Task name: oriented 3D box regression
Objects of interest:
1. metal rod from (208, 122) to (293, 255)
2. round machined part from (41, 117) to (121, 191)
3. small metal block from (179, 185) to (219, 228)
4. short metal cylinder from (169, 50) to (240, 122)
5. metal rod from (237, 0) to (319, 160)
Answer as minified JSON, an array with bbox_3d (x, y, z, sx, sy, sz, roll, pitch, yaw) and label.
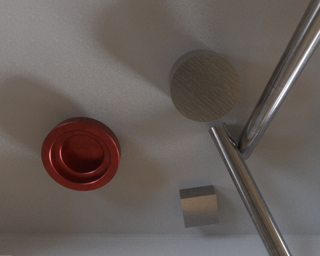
[{"bbox_3d":[0.136,0.131,0.384,0.025,0.025,0.299,-26,78,9],"label":"metal rod"},{"bbox_3d":[-0.101,0.031,0.412,0.099,0.042,0.097,0,110,-1],"label":"round machined part"},{"bbox_3d":[0.058,0.115,0.455,0.050,0.025,0.050,-9,110,3],"label":"small metal block"},{"bbox_3d":[0.052,-0.053,0.379,0.081,0.050,0.079,0,110,-1],"label":"short metal cylinder"},{"bbox_3d":[0.131,-0.061,0.315,0.025,0.025,0.298,7,140,-3],"label":"metal rod"}]
